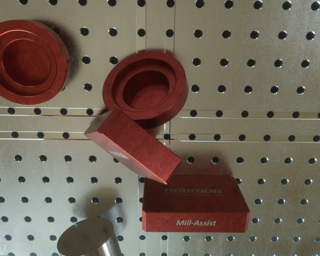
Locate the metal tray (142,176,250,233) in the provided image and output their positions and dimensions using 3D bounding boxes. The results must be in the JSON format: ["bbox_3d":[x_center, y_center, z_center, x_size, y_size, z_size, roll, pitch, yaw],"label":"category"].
[{"bbox_3d":[0.043,0.099,0.415,0.131,0.090,0.030,1,110,-1],"label":"metal tray"}]

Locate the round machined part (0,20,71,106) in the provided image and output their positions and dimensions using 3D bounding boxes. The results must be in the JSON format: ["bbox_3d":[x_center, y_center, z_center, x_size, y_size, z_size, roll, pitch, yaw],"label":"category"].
[{"bbox_3d":[-0.157,-0.079,0.373,0.099,0.042,0.097,0,110,-1],"label":"round machined part"}]

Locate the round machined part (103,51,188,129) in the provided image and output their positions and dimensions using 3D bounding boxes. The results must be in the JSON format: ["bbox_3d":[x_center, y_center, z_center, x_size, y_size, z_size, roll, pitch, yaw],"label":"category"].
[{"bbox_3d":[-0.015,-0.041,0.370,0.098,0.098,0.042,-16,148,5],"label":"round machined part"}]

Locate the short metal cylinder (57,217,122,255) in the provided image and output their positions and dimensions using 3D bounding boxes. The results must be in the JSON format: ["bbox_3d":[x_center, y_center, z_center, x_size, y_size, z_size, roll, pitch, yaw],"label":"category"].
[{"bbox_3d":[-0.101,0.175,0.447,0.080,0.080,0.050,-11,110,3],"label":"short metal cylinder"}]

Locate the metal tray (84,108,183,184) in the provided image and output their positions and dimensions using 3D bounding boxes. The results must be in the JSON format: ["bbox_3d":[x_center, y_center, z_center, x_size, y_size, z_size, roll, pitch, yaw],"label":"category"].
[{"bbox_3d":[-0.038,0.021,0.366,0.090,0.130,0.030,40,76,-14],"label":"metal tray"}]
